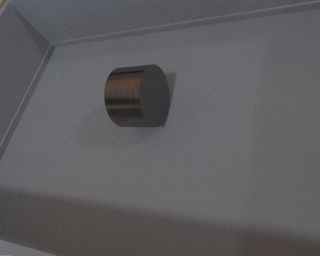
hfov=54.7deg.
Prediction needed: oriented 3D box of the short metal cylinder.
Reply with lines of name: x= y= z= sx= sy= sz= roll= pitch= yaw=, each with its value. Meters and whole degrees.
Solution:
short metal cylinder: x=-0.028 y=-0.041 z=0.406 sx=0.050 sy=0.080 sz=0.080 roll=0 pitch=62 yaw=28
